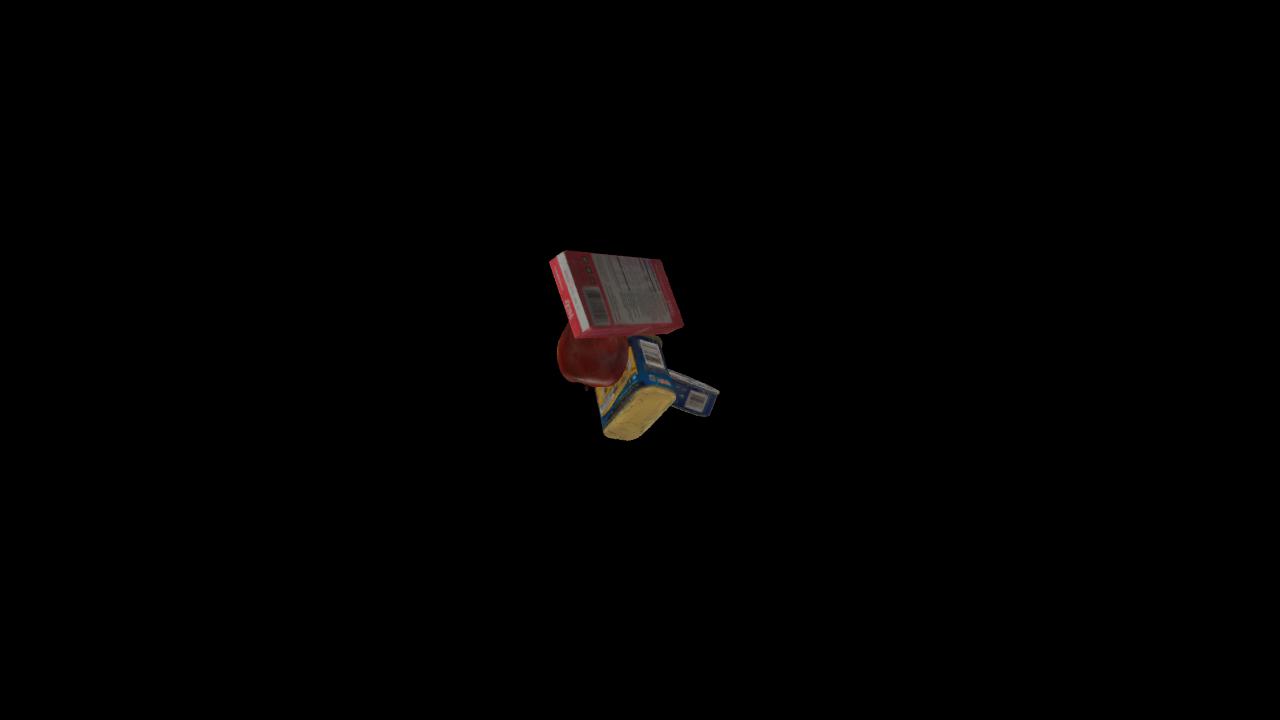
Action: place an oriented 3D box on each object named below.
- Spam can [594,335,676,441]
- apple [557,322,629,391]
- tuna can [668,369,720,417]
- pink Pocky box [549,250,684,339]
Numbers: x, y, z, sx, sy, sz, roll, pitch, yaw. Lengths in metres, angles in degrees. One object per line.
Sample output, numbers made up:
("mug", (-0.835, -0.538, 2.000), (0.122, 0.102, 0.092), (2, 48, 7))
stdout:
("Spam can", (-0.009, 0.031, 0.707), (0.058, 0.085, 0.101), (15, -49, -31))
("apple", (-0.050, -0.012, 0.665), (0.079, 0.093, 0.079), (6, -9, 1))
("tuna can", (0.049, 0.037, 0.725), (0.084, 0.034, 0.084), (21, 4, -2))
("pink Pocky box", (-0.019, -0.067, 0.641), (0.029, 0.084, 0.155), (-27, -13, 37))
